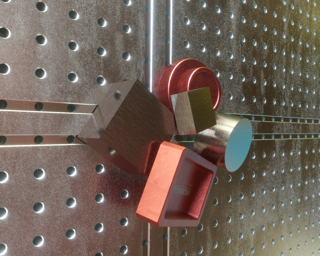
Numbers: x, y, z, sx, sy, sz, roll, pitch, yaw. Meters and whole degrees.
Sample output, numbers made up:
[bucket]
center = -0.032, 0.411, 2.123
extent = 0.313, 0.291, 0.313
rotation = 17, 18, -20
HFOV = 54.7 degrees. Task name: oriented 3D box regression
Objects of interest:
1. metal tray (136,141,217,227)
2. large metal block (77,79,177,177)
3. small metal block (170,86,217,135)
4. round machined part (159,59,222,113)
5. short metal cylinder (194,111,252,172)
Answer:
[metal tray]
center = 0.028, 0.076, 0.392
extent = 0.130, 0.030, 0.090
rotation = 32, 76, -59
[large metal block]
center = -0.034, 0.001, 0.364
extent = 0.080, 0.050, 0.080
rotation = 43, 64, -32
[small metal block]
center = 0.043, -0.022, 0.385
extent = 0.050, 0.025, 0.050
rotation = -20, 100, -49
[round machined part]
center = 0.049, -0.050, 0.439
extent = 0.099, 0.042, 0.097
rotation = 0, 90, -40
[short metal cylinder]
center = 0.094, 0.019, 0.457
extent = 0.081, 0.050, 0.079
rotation = -23, 121, -45
